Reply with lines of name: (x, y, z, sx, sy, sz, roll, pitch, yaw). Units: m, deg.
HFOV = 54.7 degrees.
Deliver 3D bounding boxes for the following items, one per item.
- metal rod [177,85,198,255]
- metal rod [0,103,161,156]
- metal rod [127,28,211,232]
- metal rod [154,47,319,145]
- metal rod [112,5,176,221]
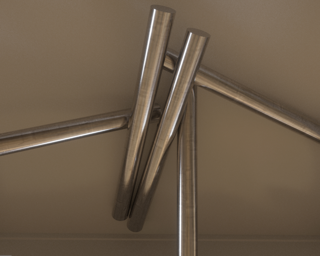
metal rod: (0.033, 0.074, 0.374, 0.025, 0.025, 0.298, 0, 85, 0)
metal rod: (-0.142, 0.011, 0.356, 0.302, 0.025, 0.025, -13, 111, -19)
metal rod: (0.001, 0.025, 0.387, 0.025, 0.025, 0.298, 14, 122, -5)
metal rod: (0.127, -0.028, 0.386, 0.302, 0.025, 0.025, 23, 109, -15)
metal rod: (-0.028, 0.007, 0.378, 0.025, 0.025, 0.298, 12, 123, -4)
